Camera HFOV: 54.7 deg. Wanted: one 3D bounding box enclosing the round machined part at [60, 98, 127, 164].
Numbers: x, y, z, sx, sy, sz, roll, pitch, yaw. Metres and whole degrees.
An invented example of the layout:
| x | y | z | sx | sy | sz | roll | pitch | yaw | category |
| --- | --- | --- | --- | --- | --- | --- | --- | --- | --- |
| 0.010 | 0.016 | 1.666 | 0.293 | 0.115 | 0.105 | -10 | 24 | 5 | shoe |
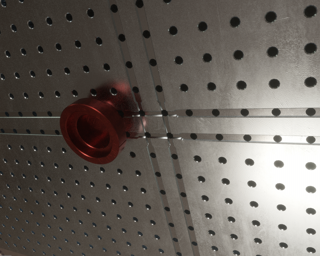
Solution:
| x | y | z | sx | sy | sz | roll | pitch | yaw | category |
| --- | --- | --- | --- | --- | --- | --- | --- | --- | --- |
| -0.091 | 0.001 | 0.447 | 0.098 | 0.042 | 0.097 | 13 | 124 | 20 | round machined part |
